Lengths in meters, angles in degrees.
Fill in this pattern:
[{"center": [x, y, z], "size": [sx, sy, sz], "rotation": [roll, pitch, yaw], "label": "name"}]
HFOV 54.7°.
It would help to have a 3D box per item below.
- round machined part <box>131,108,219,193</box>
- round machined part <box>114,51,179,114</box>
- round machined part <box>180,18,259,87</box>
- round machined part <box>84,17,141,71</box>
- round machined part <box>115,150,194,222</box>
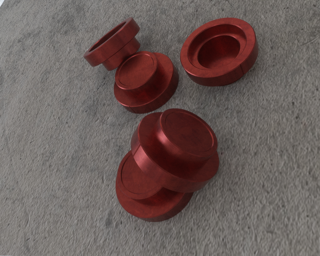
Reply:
[{"center": [0.022, 0.017, 0.333], "size": [0.042, 0.099, 0.098], "rotation": [-58, 40, 37], "label": "round machined part"}, {"center": [-0.026, -0.073, 0.452], "size": [0.098, 0.042, 0.098], "rotation": [-13, 56, 21], "label": "round machined part"}, {"center": [0.080, -0.094, 0.409], "size": [0.098, 0.042, 0.098], "rotation": [-13, 56, 21], "label": "round machined part"}, {"center": [-0.070, -0.128, 0.493], "size": [0.098, 0.042, 0.098], "rotation": [-31, 26, 17], "label": "round machined part"}, {"center": [-0.011, 0.056, 0.364], "size": [0.098, 0.042, 0.098], "rotation": [-13, 56, 21], "label": "round machined part"}]
